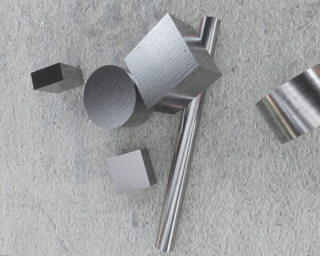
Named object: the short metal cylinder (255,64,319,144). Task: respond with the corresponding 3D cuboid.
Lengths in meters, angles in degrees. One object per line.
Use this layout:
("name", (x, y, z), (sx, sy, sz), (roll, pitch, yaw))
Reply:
("short metal cylinder", (0.150, -0.025, 0.327), (0.080, 0.080, 0.050), (-33, 79, 17))

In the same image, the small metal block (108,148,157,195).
("small metal block", (-0.038, 0.059, 0.422), (0.050, 0.025, 0.050), (-18, 84, 19))

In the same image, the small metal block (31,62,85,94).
("small metal block", (-0.147, -0.071, 0.447), (0.050, 0.050, 0.025), (-14, 85, 19))

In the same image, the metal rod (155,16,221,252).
("metal rod", (0.035, 0.011, 0.396), (0.025, 0.025, 0.298), (13, 94, 19))

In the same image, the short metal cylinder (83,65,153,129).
("short metal cylinder", (-0.053, -0.040, 0.409), (0.080, 0.050, 0.079), (1, 93, 27))

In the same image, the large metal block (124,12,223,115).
("large metal block", (0.013, -0.073, 0.372), (0.080, 0.050, 0.080), (-39, 63, 30))
